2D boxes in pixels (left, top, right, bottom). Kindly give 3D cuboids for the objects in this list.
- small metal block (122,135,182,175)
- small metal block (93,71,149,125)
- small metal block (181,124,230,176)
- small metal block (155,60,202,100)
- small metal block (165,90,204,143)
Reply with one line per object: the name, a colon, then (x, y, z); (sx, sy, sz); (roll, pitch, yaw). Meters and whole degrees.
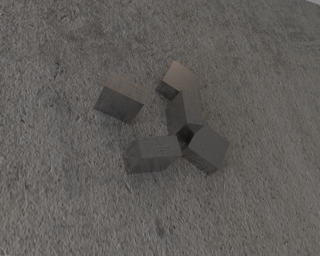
small metal block: (-0.010, 0.032, 0.363); (0.050, 0.050, 0.025); (-2, 63, -29)
small metal block: (-0.048, -0.036, 0.383); (0.050, 0.050, 0.025); (25, 53, -13)
small metal block: (0.061, 0.028, 0.419); (0.050, 0.025, 0.050); (36, 51, -4)
small metal block: (0.028, -0.065, 0.458); (0.050, 0.025, 0.050); (33, 51, -7)
small metal block: (0.031, -0.015, 0.413); (0.025, 0.050, 0.050); (8, 58, -24)
